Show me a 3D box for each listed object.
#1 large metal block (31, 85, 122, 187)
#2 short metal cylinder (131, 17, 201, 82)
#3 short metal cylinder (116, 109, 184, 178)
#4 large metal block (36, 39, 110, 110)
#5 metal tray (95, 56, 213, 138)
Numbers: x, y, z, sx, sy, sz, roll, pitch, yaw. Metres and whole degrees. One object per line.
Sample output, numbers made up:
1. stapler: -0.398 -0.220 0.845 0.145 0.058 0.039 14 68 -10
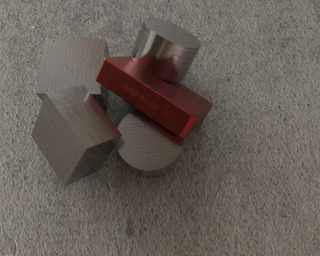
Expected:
1. large metal block: -0.102 0.009 0.369 0.050 0.080 0.080 -22 68 -46
2. short metal cylinder: 0.007 -0.105 0.414 0.080 0.050 0.080 19 33 -12
3. short metal cylinder: -0.012 0.019 0.390 0.081 0.050 0.080 0 70 0
4. large metal block: -0.113 -0.071 0.419 0.080 0.050 0.080 1 70 0
5. metal tray: -0.004 -0.045 0.393 0.130 0.090 0.030 34 113 11
